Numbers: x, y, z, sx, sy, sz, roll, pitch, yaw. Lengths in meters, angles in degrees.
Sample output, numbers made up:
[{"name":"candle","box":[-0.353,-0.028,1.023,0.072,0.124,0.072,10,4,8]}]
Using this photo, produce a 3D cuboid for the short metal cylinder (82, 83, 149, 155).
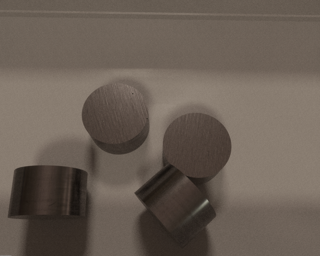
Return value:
[{"name":"short metal cylinder","box":[-0.055,-0.011,0.400,0.081,0.050,0.080,0,70,0]}]

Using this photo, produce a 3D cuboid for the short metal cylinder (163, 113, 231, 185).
[{"name":"short metal cylinder","box":[0.044,0.027,0.387,0.081,0.050,0.080,0,70,0]}]

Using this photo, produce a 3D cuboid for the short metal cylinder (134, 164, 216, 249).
[{"name":"short metal cylinder","box":[0.016,0.087,0.349,0.050,0.080,0.080,-40,75,-13]}]

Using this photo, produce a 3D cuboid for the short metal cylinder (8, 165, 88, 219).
[{"name":"short metal cylinder","box":[-0.125,0.076,0.351,0.081,0.080,0.050,-1,70,-1]}]
